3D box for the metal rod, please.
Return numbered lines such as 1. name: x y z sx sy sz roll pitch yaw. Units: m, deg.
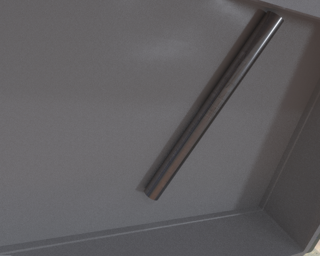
1. metal rod: 0.068 -0.022 0.430 0.025 0.025 0.299 24 105 -37
